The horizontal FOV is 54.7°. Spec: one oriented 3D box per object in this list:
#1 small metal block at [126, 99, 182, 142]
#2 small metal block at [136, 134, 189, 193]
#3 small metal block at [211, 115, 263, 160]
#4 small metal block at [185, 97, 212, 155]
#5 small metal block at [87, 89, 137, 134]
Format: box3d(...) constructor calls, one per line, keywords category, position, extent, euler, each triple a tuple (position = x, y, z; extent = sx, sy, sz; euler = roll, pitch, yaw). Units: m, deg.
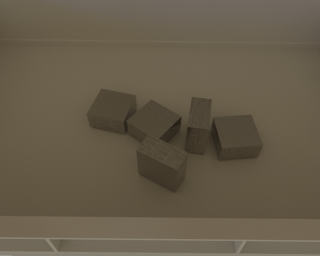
box3d(category="small metal block", position=(-0.008, -0.004, 0.405), extent=(0.050, 0.025, 0.050), euler=(32, 56, 23))
box3d(category="small metal block", position=(0.002, 0.041, 0.352), extent=(0.050, 0.050, 0.025), euler=(25, 55, 18))
box3d(category="small metal block", position=(0.096, 0.011, 0.394), extent=(0.050, 0.025, 0.050), euler=(-4, 50, -4))
box3d(category="small metal block", position=(0.048, -0.003, 0.390), extent=(0.025, 0.050, 0.050), euler=(8, 51, 5))
box3d(category="small metal block", position=(-0.064, -0.023, 0.421), extent=(0.050, 0.025, 0.050), euler=(12, 51, 9))
